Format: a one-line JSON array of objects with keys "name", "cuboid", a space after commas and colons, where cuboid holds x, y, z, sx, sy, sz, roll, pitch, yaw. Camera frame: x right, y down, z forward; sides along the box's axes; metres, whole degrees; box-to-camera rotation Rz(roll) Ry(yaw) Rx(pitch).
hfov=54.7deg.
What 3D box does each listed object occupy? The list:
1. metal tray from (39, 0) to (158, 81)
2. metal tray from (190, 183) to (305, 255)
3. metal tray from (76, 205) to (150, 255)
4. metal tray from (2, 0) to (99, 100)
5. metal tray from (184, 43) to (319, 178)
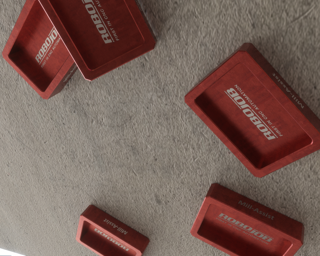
[{"name": "metal tray", "cuboid": [-0.071, -0.129, 0.339, 0.090, 0.030, 0.130, -25, 107, 12]}, {"name": "metal tray", "cuboid": [0.116, 0.141, 0.429, 0.130, 0.030, 0.089, 24, 127, 13]}, {"name": "metal tray", "cuboid": [-0.092, 0.210, 0.581, 0.130, 0.030, 0.089, 28, 128, 10]}, {"name": "metal tray", "cuboid": [-0.150, -0.109, 0.415, 0.090, 0.030, 0.129, 47, 129, -5]}, {"name": "metal tray", "cuboid": [0.102, -0.015, 0.340, 0.130, 0.030, 0.090, 46, 129, -5]}]
